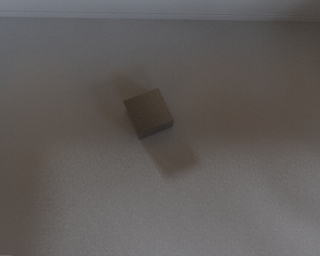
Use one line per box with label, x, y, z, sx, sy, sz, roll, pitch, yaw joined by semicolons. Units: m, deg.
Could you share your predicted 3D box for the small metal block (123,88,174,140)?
small metal block;-0.015;-0.019;0.413;0.050;0.025;0.050;-22;72;-8
